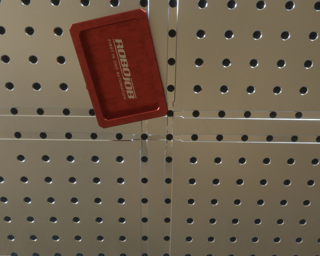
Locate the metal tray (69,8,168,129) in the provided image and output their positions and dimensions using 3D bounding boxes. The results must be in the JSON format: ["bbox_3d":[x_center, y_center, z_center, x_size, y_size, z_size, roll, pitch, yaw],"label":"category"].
[{"bbox_3d":[-0.047,-0.071,0.383,0.090,0.030,0.129,-12,110,4],"label":"metal tray"}]
